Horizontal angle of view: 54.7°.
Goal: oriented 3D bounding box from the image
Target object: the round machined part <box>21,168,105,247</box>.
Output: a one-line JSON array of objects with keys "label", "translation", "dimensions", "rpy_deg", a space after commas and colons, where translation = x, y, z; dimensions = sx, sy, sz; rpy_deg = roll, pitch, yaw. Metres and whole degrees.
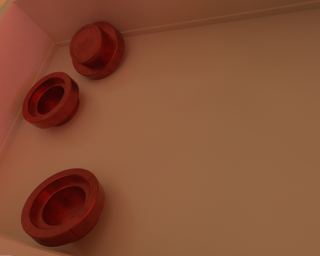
[{"label": "round machined part", "translation": [-0.113, 0.100, 0.381], "dimensions": [0.098, 0.042, 0.098], "rpy_deg": [-12, 40, 11]}]

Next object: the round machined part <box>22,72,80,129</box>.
[{"label": "round machined part", "translation": [-0.174, -0.041, 0.512], "dimensions": [0.098, 0.042, 0.098], "rpy_deg": [-13, 56, 21]}]

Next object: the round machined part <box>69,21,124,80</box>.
[{"label": "round machined part", "translation": [-0.112, -0.134, 0.519], "dimensions": [0.098, 0.042, 0.098], "rpy_deg": [-7, 75, 27]}]
